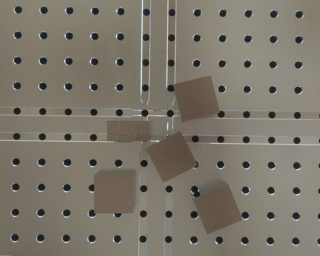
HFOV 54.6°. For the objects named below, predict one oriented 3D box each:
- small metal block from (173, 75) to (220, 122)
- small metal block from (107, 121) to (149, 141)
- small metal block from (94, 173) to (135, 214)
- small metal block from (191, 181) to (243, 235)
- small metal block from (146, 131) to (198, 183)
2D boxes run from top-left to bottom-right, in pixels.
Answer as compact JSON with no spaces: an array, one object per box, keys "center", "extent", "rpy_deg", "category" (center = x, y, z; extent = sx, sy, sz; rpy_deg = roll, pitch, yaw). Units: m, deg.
[{"center":[0.047,-0.038,0.414],"extent":[0.050,0.025,0.050],"rpy_deg":[-14,90,0],"category":"small metal block"},{"center":[-0.039,0.004,0.401],"extent":[0.050,0.050,0.025],"rpy_deg":[0,90,0],"category":"small metal block"},{"center":[-0.060,0.086,0.413],"extent":[0.050,0.025,0.050],"rpy_deg":[0,90,0],"category":"small metal block"},{"center":[0.075,0.105,0.414],"extent":[0.050,0.025,0.050],"rpy_deg":[-22,90,0],"category":"small metal block"},{"center":[0.015,0.037,0.413],"extent":[0.050,0.025,0.050],"rpy_deg":[-27,90,0],"category":"small metal block"}]
